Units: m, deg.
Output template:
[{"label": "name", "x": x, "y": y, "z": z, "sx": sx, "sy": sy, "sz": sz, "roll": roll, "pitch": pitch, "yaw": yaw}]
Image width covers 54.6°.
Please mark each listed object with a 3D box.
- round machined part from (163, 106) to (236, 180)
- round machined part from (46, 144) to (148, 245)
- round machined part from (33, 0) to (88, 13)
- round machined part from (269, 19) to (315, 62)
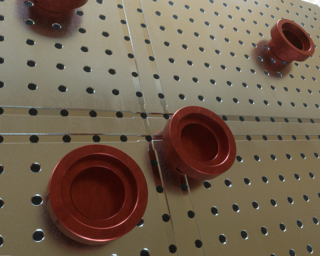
[{"label": "round machined part", "x": 0.048, "y": 0.023, "z": 0.408, "sx": 0.099, "sy": 0.042, "sz": 0.098, "roll": 13, "pitch": 56, "yaw": -21}, {"label": "round machined part", "x": -0.066, "y": 0.069, "z": 0.319, "sx": 0.099, "sy": 0.042, "sz": 0.098, "roll": 13, "pitch": 56, "yaw": -21}, {"label": "round machined part", "x": -0.149, "y": -0.204, "z": 0.441, "sx": 0.099, "sy": 0.042, "sz": 0.098, "roll": 13, "pitch": 56, "yaw": -21}, {"label": "round machined part", "x": 0.270, "y": -0.177, "z": 0.650, "sx": 0.099, "sy": 0.042, "sz": 0.098, "roll": 13, "pitch": 56, "yaw": -21}]
